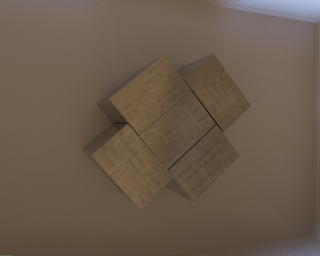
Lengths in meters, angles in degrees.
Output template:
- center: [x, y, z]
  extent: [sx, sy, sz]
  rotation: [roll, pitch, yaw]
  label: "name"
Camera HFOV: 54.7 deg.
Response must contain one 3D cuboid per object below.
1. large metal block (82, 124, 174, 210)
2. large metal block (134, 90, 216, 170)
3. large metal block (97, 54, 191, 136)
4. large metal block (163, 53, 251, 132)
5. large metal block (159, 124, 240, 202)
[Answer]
- center: [-0.041, 0.041, 0.366]
  extent: [0.050, 0.080, 0.080]
  rotation: [-43, 104, -15]
  label: "large metal block"
- center: [0.008, 0.002, 0.385]
  extent: [0.080, 0.080, 0.050]
  rotation: [-42, 104, -15]
  label: "large metal block"
- center: [-0.022, -0.037, 0.372]
  extent: [0.080, 0.080, 0.050]
  rotation: [-42, 104, -15]
  label: "large metal block"
- center: [0.055, -0.042, 0.402]
  extent: [0.050, 0.080, 0.080]
  rotation: [-43, 104, -15]
  label: "large metal block"
- center: [0.039, 0.040, 0.396]
  extent: [0.080, 0.080, 0.050]
  rotation: [-42, 104, -15]
  label: "large metal block"
